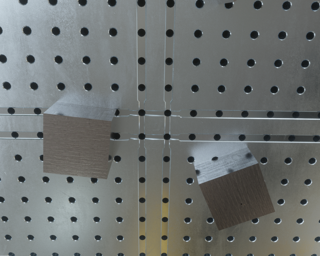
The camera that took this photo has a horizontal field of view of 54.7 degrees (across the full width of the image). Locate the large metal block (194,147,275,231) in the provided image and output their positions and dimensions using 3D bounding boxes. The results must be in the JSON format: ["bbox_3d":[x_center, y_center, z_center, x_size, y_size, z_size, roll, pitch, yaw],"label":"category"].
[{"bbox_3d":[0.103,0.084,0.433,0.080,0.050,0.080,-21,109,7],"label":"large metal block"}]

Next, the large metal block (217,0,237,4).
[{"bbox_3d":[0.091,-0.175,0.321,0.080,0.080,0.050,-32,107,11],"label":"large metal block"}]

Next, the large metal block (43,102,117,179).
[{"bbox_3d":[-0.103,0.015,0.404,0.081,0.050,0.079,7,110,-3],"label":"large metal block"}]
